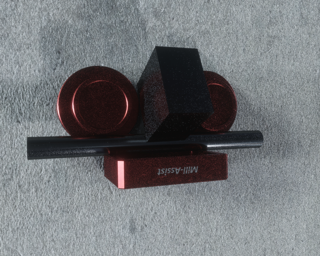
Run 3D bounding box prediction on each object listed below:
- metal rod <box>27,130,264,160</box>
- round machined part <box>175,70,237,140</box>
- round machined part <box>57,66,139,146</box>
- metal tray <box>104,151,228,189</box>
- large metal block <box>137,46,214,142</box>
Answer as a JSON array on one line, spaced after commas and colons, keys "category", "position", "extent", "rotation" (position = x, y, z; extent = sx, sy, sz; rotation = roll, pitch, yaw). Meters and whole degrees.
[{"category": "metal rod", "position": [-0.002, 0.019, 0.389], "extent": [0.303, 0.025, 0.025], "rotation": [-1, 91, -21]}, {"category": "round machined part", "position": [0.065, -0.031, 0.425], "extent": [0.099, 0.042, 0.097], "rotation": [0, 90, -21]}, {"category": "round machined part", "position": [-0.072, -0.027, 0.373], "extent": [0.099, 0.042, 0.097], "rotation": [0, 90, -21]}, {"category": "metal tray", "position": [0.004, 0.046, 0.378], "extent": [0.131, 0.090, 0.030], "rotation": [-1, 91, -20]}, {"category": "large metal block", "position": [0.013, -0.036, 0.358], "extent": [0.050, 0.080, 0.080], "rotation": [-2, 67, -21]}]
